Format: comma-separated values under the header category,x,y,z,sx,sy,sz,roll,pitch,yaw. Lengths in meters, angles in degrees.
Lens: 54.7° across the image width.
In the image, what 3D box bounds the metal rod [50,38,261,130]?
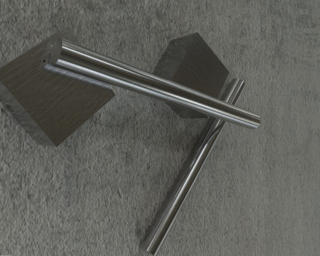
category,x,y,z,sx,sy,sz,roll,pitch,yaw
metal rod,0.024,-0.038,0.361,0.302,0.025,0.025,14,81,-39

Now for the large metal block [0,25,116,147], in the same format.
category,x,y,z,sx,sy,sz,roll,pitch,yaw
large metal block,-0.105,-0.039,0.301,0.080,0.050,0.080,-47,119,-30

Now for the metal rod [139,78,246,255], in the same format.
category,x,y,z,sx,sy,sz,roll,pitch,yaw
metal rod,0.058,0.042,0.455,0.025,0.025,0.300,47,62,-30

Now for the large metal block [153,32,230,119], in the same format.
category,x,y,z,sx,sy,sz,roll,pitch,yaw
large metal block,0.040,-0.069,0.424,0.080,0.050,0.080,41,65,-33
